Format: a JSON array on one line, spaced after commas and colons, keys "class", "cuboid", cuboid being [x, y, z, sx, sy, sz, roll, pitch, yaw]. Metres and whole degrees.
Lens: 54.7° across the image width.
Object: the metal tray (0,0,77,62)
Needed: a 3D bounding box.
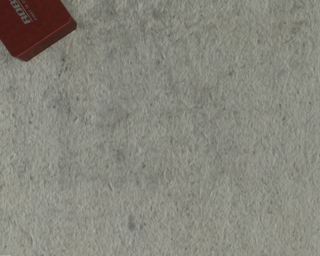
[{"class": "metal tray", "cuboid": [-0.184, -0.165, 0.405, 0.090, 0.030, 0.130, -34, 90, -1]}]
